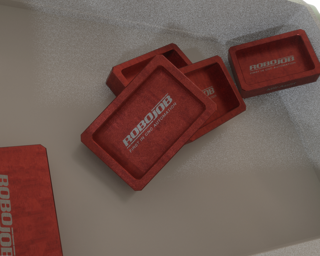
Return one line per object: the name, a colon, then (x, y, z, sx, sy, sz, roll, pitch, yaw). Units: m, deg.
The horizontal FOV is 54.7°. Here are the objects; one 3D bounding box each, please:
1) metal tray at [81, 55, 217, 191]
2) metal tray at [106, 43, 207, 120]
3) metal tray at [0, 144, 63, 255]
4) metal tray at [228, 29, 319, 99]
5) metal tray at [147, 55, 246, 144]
metal tray: (-0.012, -0.006, 0.352, 0.090, 0.030, 0.130, 43, 90, 1)
metal tray: (0.001, -0.064, 0.443, 0.131, 0.030, 0.090, -33, 81, -38)
metal tray: (-0.142, 0.082, 0.276, 0.091, 0.030, 0.130, -4, 64, -30)
metal tray: (0.191, -0.109, 0.526, 0.131, 0.030, 0.090, -13, 67, 5)
metal tray: (0.053, -0.040, 0.420, 0.131, 0.030, 0.090, -27, 89, -38)
